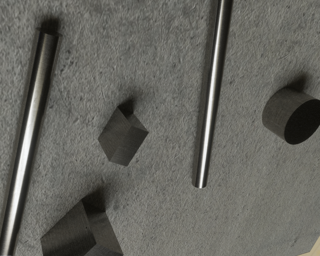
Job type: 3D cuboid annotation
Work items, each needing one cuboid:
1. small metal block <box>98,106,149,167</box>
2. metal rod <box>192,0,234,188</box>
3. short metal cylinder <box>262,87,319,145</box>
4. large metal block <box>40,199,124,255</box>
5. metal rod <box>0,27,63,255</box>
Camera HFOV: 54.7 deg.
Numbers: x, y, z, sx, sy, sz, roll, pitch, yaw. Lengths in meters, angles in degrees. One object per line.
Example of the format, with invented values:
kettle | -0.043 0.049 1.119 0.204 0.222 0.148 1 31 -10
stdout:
small metal block | -0.046 0.010 0.373 0.025 0.050 0.050 23 106 -37
metal rod | 0.068 -0.039 0.421 0.025 0.025 0.298 -12 124 -22
short metal cylinder | 0.213 -0.020 0.498 0.081 0.050 0.079 -14 125 -21
large metal block | -0.106 0.158 0.412 0.080 0.080 0.050 -44 130 2
metal rod | -0.154 0.039 0.347 0.025 0.025 0.298 7 115 -32
